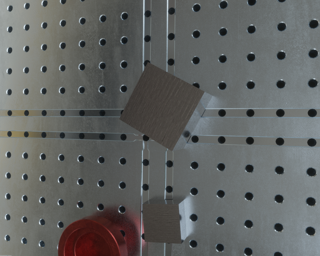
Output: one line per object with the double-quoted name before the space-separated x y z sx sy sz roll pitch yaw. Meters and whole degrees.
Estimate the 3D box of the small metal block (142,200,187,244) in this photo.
"small metal block" 0.006 0.123 0.410 0.050 0.025 0.050 -4 89 20

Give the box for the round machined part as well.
"round machined part" -0.089 0.172 0.435 0.098 0.042 0.097 0 90 20

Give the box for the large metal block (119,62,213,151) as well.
"large metal block" 0.008 -0.027 0.396 0.080 0.050 0.080 31 100 17
